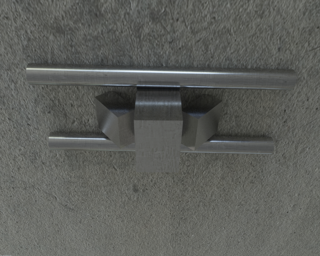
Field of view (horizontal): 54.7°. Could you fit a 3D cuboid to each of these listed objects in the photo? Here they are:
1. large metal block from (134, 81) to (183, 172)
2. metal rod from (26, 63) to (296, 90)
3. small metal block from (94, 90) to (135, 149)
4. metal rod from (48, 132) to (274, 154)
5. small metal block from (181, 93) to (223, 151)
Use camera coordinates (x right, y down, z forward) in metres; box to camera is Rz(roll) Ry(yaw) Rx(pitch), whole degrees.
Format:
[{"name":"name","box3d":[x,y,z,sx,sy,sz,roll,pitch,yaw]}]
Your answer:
[{"name":"large metal block","box3d":[-0.002,-0.003,0.373,0.050,0.080,0.079,1,130,-1]},{"name":"metal rod","box3d":[0.003,-0.059,0.358,0.302,0.025,0.025,1,130,-2]},{"name":"small metal block","box3d":[-0.054,-0.011,0.381,0.025,0.050,0.050,-28,139,-30]},{"name":"metal rod","box3d":[0.003,0.021,0.427,0.302,0.025,0.025,1,130,-2]},{"name":"small metal block","box3d":[0.050,-0.008,0.385,0.025,0.050,0.050,30,138,30]}]
